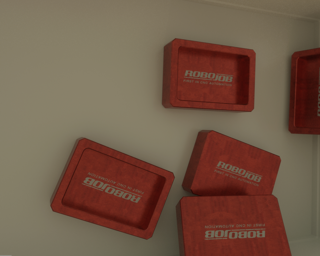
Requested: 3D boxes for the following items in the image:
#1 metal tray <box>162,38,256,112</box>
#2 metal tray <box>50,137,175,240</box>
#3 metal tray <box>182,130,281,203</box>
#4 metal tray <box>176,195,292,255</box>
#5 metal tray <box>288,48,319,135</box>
[{"bbox_3d":[0.070,-0.070,0.434,0.131,0.030,0.089,2,89,-21],"label":"metal tray"},{"bbox_3d":[-0.057,0.076,0.387,0.131,0.030,0.090,24,82,-19],"label":"metal tray"},{"bbox_3d":[0.106,0.065,0.449,0.131,0.030,0.090,20,83,-19],"label":"metal tray"},{"bbox_3d":[0.090,0.133,0.388,0.131,0.030,0.090,1,60,-9],"label":"metal tray"},{"bbox_3d":[0.246,-0.054,0.466,0.030,0.090,0.129,4,89,-39],"label":"metal tray"}]
